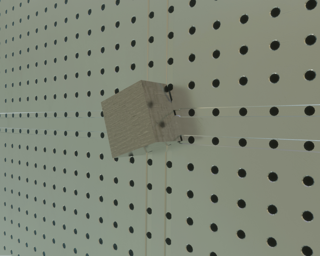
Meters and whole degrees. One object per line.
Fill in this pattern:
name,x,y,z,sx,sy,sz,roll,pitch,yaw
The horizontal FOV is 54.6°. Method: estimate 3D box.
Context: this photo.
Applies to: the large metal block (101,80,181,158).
large metal block,-0.027,-0.009,0.417,0.080,0.050,0.080,-22,76,38
